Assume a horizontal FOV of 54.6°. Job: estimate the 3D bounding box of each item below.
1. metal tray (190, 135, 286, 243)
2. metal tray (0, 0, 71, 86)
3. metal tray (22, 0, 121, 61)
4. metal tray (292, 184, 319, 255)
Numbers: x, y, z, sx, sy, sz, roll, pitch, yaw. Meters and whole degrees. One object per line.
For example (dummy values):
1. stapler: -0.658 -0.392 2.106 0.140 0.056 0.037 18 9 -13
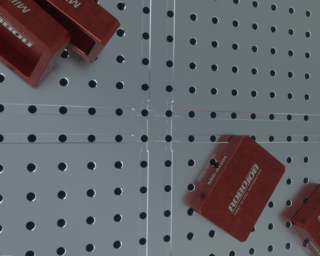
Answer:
1. metal tray: 0.116 0.086 0.452 0.090 0.030 0.130 37 78 -16
2. metal tray: -0.163 -0.110 0.315 0.130 0.090 0.030 41 56 -16
3. metal tray: -0.112 -0.132 0.336 0.130 0.090 0.030 36 79 -17
4. metal tray: 0.288 0.170 0.515 0.090 0.030 0.130 -44 104 -15
